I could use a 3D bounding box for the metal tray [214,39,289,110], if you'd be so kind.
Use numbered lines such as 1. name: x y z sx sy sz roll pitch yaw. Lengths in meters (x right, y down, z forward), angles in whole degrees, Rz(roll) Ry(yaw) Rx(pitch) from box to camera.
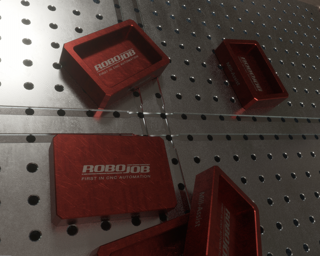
1. metal tray: 0.163 -0.099 0.555 0.091 0.030 0.130 -8 66 -32

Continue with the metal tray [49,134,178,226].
1. metal tray: -0.052 0.054 0.345 0.131 0.030 0.090 2 61 -27

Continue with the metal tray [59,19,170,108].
1. metal tray: -0.059 -0.094 0.431 0.090 0.030 0.131 48 51 5

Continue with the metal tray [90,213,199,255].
1. metal tray: 0.005 0.147 0.318 0.131 0.030 0.090 -10 67 -33

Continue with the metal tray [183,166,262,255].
1. metal tray: 0.073 0.114 0.338 0.090 0.030 0.130 45 32 -17
